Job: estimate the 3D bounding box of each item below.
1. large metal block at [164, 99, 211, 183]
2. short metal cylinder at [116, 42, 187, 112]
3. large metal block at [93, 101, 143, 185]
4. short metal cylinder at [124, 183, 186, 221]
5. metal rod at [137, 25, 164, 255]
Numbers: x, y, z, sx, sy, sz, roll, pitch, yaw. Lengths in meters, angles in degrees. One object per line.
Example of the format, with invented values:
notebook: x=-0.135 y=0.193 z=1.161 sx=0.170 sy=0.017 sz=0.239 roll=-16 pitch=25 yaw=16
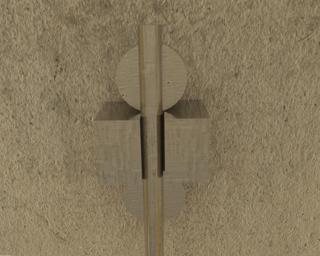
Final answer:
large metal block: x=0.030 y=0.013 z=0.387 sx=0.050 sy=0.080 sz=0.079 roll=-1 pitch=110 yaw=0
short metal cylinder: x=-0.009 y=-0.064 z=0.374 sx=0.081 sy=0.050 sz=0.079 roll=0 pitch=110 yaw=0
large metal block: x=-0.047 y=0.015 z=0.387 sx=0.050 sy=0.080 sz=0.079 roll=-1 pitch=110 yaw=0
short metal cylinder: x=-0.007 y=0.082 z=0.428 sx=0.081 sy=0.050 sz=0.079 roll=0 pitch=110 yaw=0
metal rod: x=-0.009 y=0.034 z=0.369 sx=0.025 sy=0.025 sz=0.298 roll=-1 pitch=110 yaw=0
